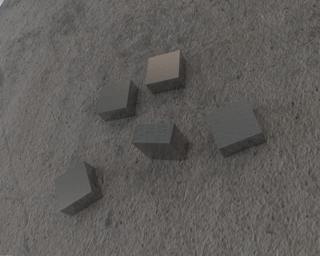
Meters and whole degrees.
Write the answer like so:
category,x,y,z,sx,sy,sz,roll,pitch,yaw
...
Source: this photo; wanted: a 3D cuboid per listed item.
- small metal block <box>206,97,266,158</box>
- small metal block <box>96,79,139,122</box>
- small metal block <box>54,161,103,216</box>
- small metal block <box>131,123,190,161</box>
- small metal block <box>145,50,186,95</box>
category,x,y,z,sx,sy,sz,roll,pitch,yaw
small metal block,0.087,0.000,0.358,0.050,0.025,0.050,-23,53,14
small metal block,-0.063,-0.041,0.462,0.050,0.025,0.050,-9,58,23
small metal block,-0.109,0.080,0.412,0.050,0.025,0.050,-32,52,7
small metal block,0.002,0.018,0.376,0.050,0.050,0.025,-1,62,28
small metal block,0.009,-0.080,0.448,0.050,0.025,0.050,-9,58,23
